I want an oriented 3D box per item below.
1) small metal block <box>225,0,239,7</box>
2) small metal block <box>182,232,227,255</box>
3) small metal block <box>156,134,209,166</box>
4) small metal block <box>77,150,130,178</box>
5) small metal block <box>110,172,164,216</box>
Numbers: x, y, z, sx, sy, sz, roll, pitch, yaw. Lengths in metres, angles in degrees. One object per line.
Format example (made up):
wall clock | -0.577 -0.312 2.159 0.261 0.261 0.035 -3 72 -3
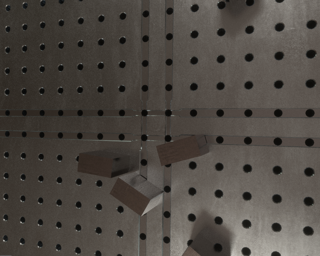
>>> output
small metal block | 0.093 -0.179 0.366 0.050 0.050 0.025 -43 77 15
small metal block | 0.055 0.162 0.379 0.050 0.050 0.025 38 102 16
small metal block | 0.030 0.027 0.388 0.050 0.050 0.025 -17 85 19
small metal block | -0.076 0.048 0.425 0.050 0.050 0.025 7 93 19
small metal block | -0.029 0.085 0.409 0.050 0.050 0.025 31 100 17
